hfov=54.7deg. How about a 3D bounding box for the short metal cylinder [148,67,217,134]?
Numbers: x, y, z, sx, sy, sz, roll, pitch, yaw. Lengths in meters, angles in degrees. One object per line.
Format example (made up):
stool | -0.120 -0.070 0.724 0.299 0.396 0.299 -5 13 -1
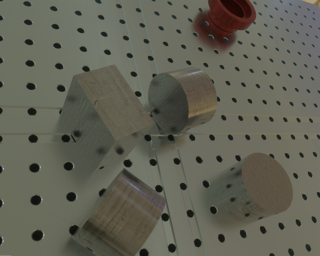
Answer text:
short metal cylinder | 0.028 -0.037 0.411 0.050 0.080 0.080 -18 72 -35

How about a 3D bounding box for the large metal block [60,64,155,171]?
large metal block | -0.062 -0.010 0.345 0.050 0.080 0.080 -26 76 -37

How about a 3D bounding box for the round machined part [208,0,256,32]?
round machined part | 0.136 -0.229 0.610 0.099 0.042 0.098 14 56 -21

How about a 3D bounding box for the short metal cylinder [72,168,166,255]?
short metal cylinder | -0.039 0.086 0.300 0.050 0.080 0.080 37 51 -3

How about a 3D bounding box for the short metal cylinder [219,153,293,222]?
short metal cylinder | 0.126 0.079 0.412 0.081 0.050 0.080 14 56 -21
